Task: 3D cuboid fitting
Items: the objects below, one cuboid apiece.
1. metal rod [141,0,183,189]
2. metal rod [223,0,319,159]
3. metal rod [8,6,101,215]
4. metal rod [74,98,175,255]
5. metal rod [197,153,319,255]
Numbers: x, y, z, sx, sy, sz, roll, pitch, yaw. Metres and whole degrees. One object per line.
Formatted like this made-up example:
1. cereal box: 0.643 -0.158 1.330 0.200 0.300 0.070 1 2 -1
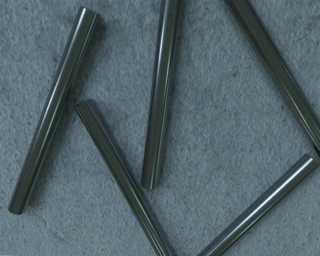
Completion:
1. metal rod: 0.003 -0.058 0.388 0.025 0.025 0.298 6 110 -3
2. metal rod: 0.149 -0.070 0.386 0.025 0.025 0.300 -35 107 11
3. metal rod: -0.144 -0.009 0.404 0.025 0.025 0.298 24 108 -9
4. metal rod: -0.039 0.096 0.444 0.025 0.025 0.299 -23 109 8
5. metal rod: 0.118 0.153 0.467 0.025 0.025 0.299 37 106 -13
